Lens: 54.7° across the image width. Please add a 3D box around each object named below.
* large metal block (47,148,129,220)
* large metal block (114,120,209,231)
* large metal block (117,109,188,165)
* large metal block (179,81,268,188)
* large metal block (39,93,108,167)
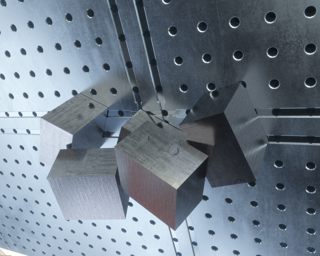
[{"bbox_3d":[-0.086,0.073,0.399,0.080,0.050,0.079,-2,127,5],"label":"large metal block"},{"bbox_3d":[0.001,0.051,0.335,0.080,0.050,0.080,30,143,28],"label":"large metal block"},{"bbox_3d":[-0.014,0.034,0.421,0.080,0.050,0.079,28,128,10],"label":"large metal block"},{"bbox_3d":[0.074,0.006,0.339,0.050,0.080,0.080,-17,110,34],"label":"large metal block"},{"bbox_3d":[-0.123,0.009,0.443,0.050,0.080,0.079,27,128,11],"label":"large metal block"}]
